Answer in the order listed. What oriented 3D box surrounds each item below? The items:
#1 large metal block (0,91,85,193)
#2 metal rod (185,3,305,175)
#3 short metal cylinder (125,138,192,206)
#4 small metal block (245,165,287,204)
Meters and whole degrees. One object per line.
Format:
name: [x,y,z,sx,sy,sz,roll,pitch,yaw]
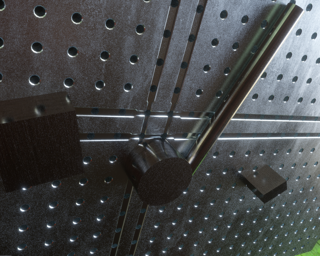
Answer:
large metal block: [-0.131,0.013,0.331,0.081,0.050,0.079,-13,124,-22]
metal rod: [0.103,-0.036,0.445,0.025,0.025,0.299,22,106,-36]
short metal cylinder: [-0.002,0.060,0.431,0.081,0.050,0.079,-14,124,-21]
small metal block: [0.193,0.101,0.563,0.050,0.050,0.025,-28,128,-11]
